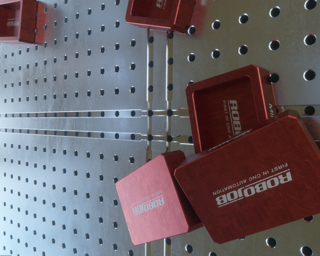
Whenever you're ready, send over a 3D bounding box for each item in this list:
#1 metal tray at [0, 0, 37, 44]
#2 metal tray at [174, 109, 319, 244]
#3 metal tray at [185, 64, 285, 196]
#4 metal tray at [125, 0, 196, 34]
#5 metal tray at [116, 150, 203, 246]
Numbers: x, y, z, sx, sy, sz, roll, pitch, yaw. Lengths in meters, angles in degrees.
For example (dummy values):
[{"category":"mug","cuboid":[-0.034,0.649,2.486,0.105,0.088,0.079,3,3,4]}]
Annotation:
[{"category":"metal tray","cuboid":[-0.315,-0.229,0.668,0.130,0.030,0.089,13,98,39]},{"category":"metal tray","cuboid":[0.090,0.051,0.302,0.130,0.030,0.090,-30,91,27]},{"category":"metal tray","cuboid":[0.081,0.006,0.339,0.090,0.030,0.129,-13,82,39]},{"category":"metal tray","cuboid":[0.007,-0.195,0.400,0.090,0.030,0.129,22,104,38]},{"category":"metal tray","cuboid":[-0.005,0.092,0.392,0.129,0.030,0.090,-37,66,48]}]
